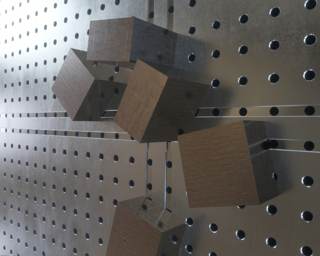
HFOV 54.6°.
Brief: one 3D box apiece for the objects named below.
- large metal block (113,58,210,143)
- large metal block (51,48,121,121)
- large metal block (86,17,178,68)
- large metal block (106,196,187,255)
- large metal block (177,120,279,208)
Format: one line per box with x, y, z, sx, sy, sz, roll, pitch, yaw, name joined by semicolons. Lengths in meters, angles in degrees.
0.002;-0.030;0.373;0.050;0.081;0.080;37;113;34;large metal block
-0.119;-0.067;0.493;0.080;0.050;0.080;50;119;28;large metal block
-0.036;-0.106;0.404;0.080;0.081;0.050;12;98;39;large metal block
-0.020;0.148;0.411;0.080;0.050;0.080;22;104;38;large metal block
0.072;0.040;0.335;0.080;0.050;0.080;-15;80;39;large metal block
